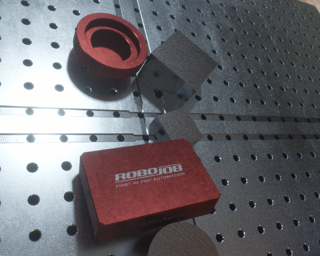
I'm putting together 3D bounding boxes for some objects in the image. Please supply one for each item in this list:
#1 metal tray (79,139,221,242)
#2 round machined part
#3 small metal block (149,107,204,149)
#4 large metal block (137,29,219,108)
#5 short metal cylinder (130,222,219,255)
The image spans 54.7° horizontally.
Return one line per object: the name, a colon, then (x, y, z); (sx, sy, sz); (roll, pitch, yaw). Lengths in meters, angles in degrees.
metal tray: (-0.013, 0.060, 0.335); (0.131, 0.030, 0.090); (-7, 45, -24)
round machined part: (-0.070, -0.107, 0.426); (0.099, 0.042, 0.098); (14, 56, -21)
small metal block: (0.022, 0.004, 0.419); (0.050, 0.025, 0.050); (-20, 72, -36)
large metal block: (0.028, -0.088, 0.462); (0.080, 0.050, 0.080); (40, 51, -1)
short metal cylinder: (0.014, 0.142, 0.315); (0.081, 0.050, 0.080); (14, 56, -21)
